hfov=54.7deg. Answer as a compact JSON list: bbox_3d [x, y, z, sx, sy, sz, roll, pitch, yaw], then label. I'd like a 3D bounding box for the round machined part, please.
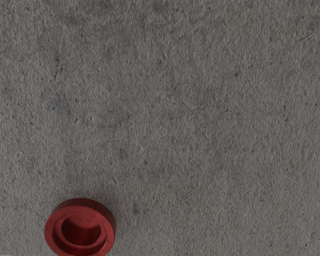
[{"bbox_3d":[-0.112,0.143,0.452,0.099,0.042,0.097,0,110,0],"label":"round machined part"}]
